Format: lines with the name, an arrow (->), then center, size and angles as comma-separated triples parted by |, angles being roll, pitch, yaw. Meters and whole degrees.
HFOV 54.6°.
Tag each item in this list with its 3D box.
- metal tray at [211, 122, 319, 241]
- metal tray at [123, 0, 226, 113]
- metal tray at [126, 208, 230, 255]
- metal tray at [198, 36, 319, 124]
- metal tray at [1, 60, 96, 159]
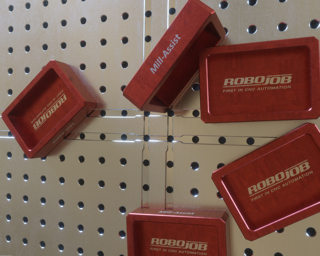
metal tray -> 0.138, 0.062, 0.360 | 0.130, 0.030, 0.090 | -31, 80, 17
metal tray -> 0.021, -0.079, 0.370 | 0.030, 0.090, 0.130 | 41, 103, 15
metal tray -> 0.023, 0.155, 0.402 | 0.130, 0.030, 0.090 | -3, 89, 20
metal tray -> 0.113, -0.052, 0.363 | 0.130, 0.030, 0.090 | -2, 90, 15
metal tray -> -0.171, -0.027, 0.471 | 0.130, 0.030, 0.090 | -41, 77, 15
